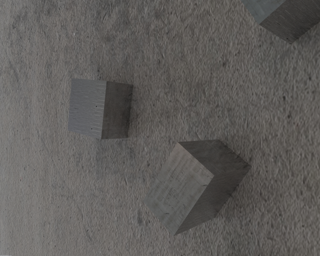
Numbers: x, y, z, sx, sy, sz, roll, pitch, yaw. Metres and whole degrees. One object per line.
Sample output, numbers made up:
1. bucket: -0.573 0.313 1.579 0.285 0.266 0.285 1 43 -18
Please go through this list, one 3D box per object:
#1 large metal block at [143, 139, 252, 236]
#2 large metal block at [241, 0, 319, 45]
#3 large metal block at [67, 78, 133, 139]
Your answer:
1. large metal block: 0.041 0.060 0.335 0.050 0.081 0.080 43 116 31
2. large metal block: 0.121 -0.127 0.269 0.080 0.081 0.050 -40 66 32
3. large metal block: -0.090 -0.030 0.463 0.080 0.050 0.079 11 97 39
